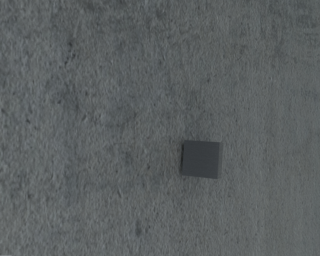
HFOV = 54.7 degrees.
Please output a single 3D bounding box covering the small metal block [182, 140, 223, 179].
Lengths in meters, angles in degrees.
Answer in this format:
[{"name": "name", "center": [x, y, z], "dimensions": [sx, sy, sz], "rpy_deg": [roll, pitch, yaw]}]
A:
[{"name": "small metal block", "center": [0.061, 0.044, 0.438], "dimensions": [0.025, 0.050, 0.050], "rpy_deg": [12, 81, -67]}]
